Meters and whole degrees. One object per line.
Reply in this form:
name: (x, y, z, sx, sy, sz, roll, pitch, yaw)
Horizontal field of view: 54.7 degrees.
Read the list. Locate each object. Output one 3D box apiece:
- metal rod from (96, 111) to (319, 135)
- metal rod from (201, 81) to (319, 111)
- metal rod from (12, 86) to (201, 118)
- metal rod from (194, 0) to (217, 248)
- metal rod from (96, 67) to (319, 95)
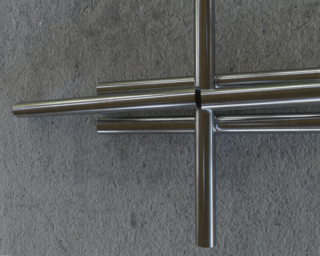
metal rod: (0.059, -0.005, 0.388, 0.301, 0.025, 0.025, -1, 90, 19)
metal rod: (0.194, -0.038, 0.316, 0.301, 0.025, 0.025, -3, 89, 9)
metal rod: (-0.089, -0.031, 0.413, 0.300, 0.025, 0.025, -1, 90, 29)
metal rod: (0.053, -0.013, 0.364, 0.025, 0.025, 0.298, 0, 90, 19)
metal rod: (0.059, -0.054, 0.388, 0.301, 0.025, 0.025, -1, 90, 19)
